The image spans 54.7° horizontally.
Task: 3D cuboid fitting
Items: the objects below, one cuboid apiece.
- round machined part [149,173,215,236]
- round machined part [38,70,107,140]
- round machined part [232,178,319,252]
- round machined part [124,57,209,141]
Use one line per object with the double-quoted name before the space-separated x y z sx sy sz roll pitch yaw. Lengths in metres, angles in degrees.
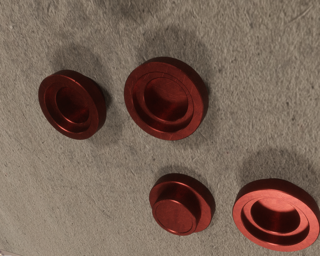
"round machined part" 0.028 0.118 0.453 0.098 0.042 0.097 13 124 20
"round machined part" -0.116 -0.036 0.433 0.098 0.042 0.097 13 124 20
"round machined part" 0.143 0.101 0.383 0.098 0.042 0.097 13 124 20
"round machined part" 0.011 -0.037 0.366 0.098 0.042 0.097 13 124 20
